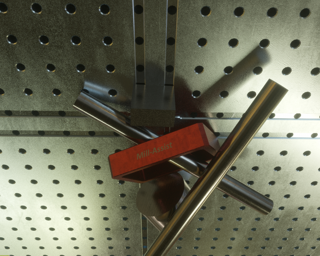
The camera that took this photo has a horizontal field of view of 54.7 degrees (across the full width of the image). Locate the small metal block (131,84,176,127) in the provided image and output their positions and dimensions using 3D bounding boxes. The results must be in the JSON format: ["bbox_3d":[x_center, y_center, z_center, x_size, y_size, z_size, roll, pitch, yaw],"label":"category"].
[{"bbox_3d":[-0.008,-0.027,0.372,0.050,0.050,0.025,2,130,-3],"label":"small metal block"}]

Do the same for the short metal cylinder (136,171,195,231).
[{"bbox_3d":[0.011,0.111,0.471,0.080,0.080,0.050,-22,127,17],"label":"short metal cylinder"}]

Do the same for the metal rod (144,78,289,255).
[{"bbox_3d":[0.060,0.071,0.397,0.025,0.025,0.298,24,111,-19],"label":"metal rod"}]

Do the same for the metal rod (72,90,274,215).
[{"bbox_3d":[0.026,0.039,0.412,0.301,0.025,0.025,30,124,-12],"label":"metal rod"}]

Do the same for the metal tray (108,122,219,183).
[{"bbox_3d":[0.010,0.038,0.412,0.130,0.030,0.090,-21,159,16],"label":"metal tray"}]
